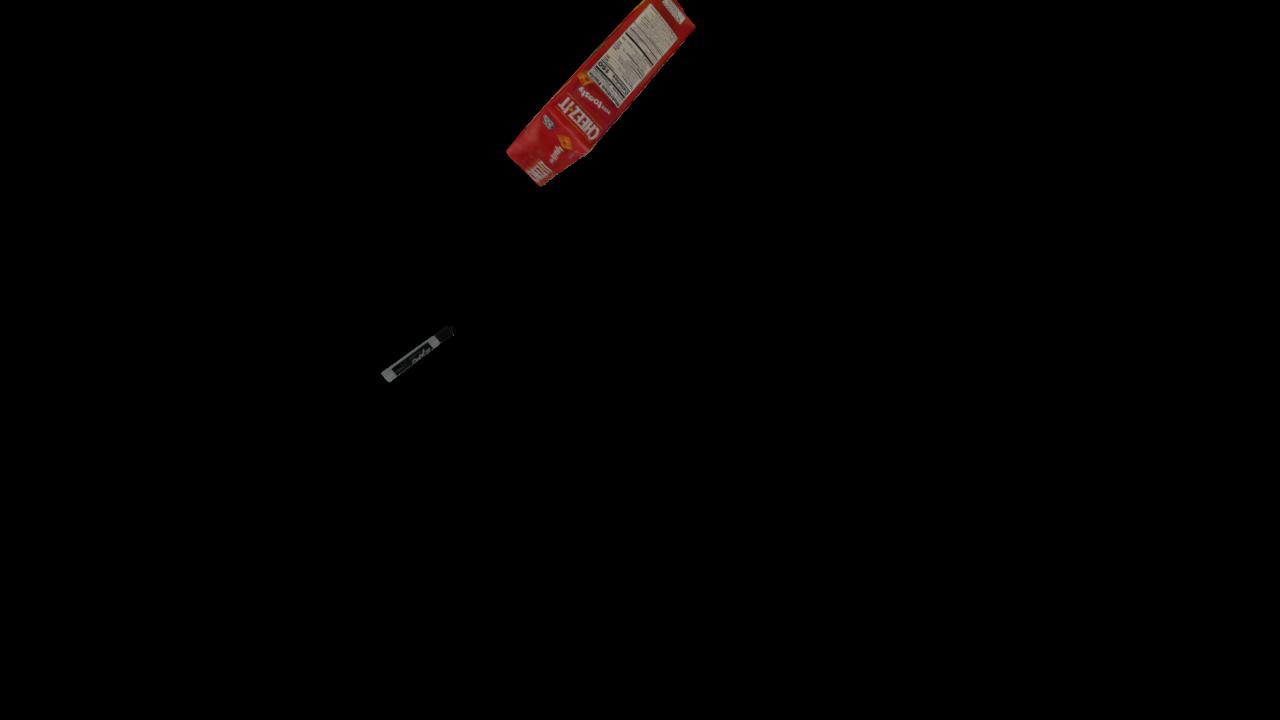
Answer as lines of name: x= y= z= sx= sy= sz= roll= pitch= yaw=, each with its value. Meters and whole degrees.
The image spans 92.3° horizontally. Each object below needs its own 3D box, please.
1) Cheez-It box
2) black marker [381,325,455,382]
Cheez-It box: x=-0.052 y=-0.326 z=0.749 sx=0.071 sy=0.223 sz=0.166 roll=43 pitch=-18 yaw=-20
black marker: x=-0.326 y=-0.011 z=0.910 sx=0.121 sy=0.020 sz=0.020 roll=-39 pitch=11 yaw=-13
